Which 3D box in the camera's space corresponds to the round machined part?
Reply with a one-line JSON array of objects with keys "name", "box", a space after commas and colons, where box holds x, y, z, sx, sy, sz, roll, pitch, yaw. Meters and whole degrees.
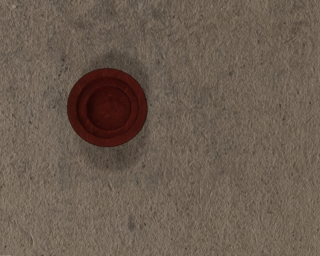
[{"name": "round machined part", "box": [-0.065, -0.025, 0.401, 0.099, 0.042, 0.097, 0, 90, -1]}]
